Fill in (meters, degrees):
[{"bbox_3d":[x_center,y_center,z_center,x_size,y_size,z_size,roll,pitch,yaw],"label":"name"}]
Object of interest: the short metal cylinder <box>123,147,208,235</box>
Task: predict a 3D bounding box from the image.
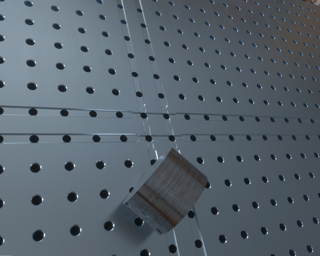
[{"bbox_3d":[0.006,0.067,0.335,0.050,0.080,0.080,41,51,-1],"label":"short metal cylinder"}]
